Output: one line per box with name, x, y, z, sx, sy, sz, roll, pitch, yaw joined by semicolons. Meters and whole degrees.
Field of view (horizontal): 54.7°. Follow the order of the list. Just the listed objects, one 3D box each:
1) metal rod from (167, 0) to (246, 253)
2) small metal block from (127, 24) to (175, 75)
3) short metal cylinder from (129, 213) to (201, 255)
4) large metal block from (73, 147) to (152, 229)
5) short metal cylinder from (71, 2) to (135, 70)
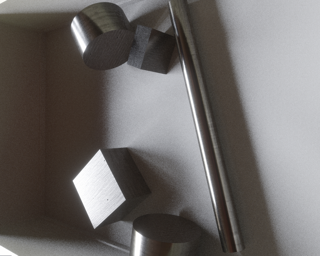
metal rod;0.051;-0.012;0.362;0.025;0.025;0.298;-19;78;38
small metal block;-0.010;-0.099;0.397;0.025;0.050;0.050;28;107;36
short metal cylinder;0.005;0.140;0.365;0.080;0.081;0.050;11;97;39
large metal block;-0.071;0.085;0.447;0.080;0.050;0.080;-46;63;30
short metal cylinder;-0.077;-0.126;0.432;0.080;0.081;0.050;-40;66;32
